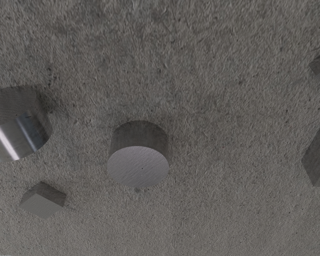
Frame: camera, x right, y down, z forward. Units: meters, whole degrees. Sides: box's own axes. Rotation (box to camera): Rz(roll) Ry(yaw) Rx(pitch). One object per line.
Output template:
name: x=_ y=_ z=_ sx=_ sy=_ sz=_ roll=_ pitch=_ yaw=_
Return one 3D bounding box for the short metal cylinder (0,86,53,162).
short metal cylinder: x=-0.175 y=-0.006 z=0.364 sx=0.080 sy=0.080 sz=0.050 roll=-6 pitch=130 yaw=5

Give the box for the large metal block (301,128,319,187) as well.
large metal block: x=0.257 y=0.038 z=0.426 sx=0.081 sy=0.050 sz=0.079 roll=5 pitch=130 yaw=-4

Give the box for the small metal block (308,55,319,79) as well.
small metal block: x=0.208 y=-0.070 z=0.350 sx=0.050 sy=0.025 sz=0.050 roll=29 pitch=124 yaw=-23

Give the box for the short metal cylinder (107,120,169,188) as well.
short metal cylinder: x=-0.028 y=0.036 z=0.421 sx=0.081 sy=0.050 sz=0.079 roll=0 pitch=130 yaw=0

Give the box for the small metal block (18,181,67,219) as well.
small metal block: x=-0.191 y=0.119 z=0.506 sx=0.050 sy=0.025 sz=0.050 roll=-35 pitch=122 yaw=26
